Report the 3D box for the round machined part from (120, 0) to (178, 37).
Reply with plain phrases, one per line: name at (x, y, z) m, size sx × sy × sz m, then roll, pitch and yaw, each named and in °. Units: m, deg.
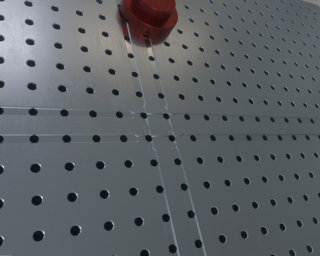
round machined part at (-0.013, -0.202, 0.513) m, size 0.099 × 0.042 × 0.098 m, roll 13°, pitch 56°, yaw -21°
